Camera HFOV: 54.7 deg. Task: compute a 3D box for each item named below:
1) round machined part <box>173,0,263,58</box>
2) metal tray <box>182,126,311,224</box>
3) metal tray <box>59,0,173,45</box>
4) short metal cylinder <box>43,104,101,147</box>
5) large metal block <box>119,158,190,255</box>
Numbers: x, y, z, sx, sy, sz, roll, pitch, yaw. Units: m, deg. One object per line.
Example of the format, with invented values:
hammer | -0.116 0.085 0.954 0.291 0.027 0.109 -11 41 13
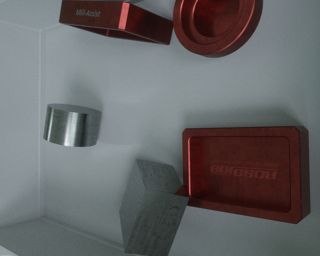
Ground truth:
round machined part | 0.066 -0.126 0.340 0.098 0.042 0.097 0 90 39
metal tray | 0.086 0.044 0.331 0.130 0.030 0.089 -2 89 39
metal tray | -0.059 -0.140 0.410 0.130 0.091 0.030 20 103 38
short metal cylinder | -0.135 -0.006 0.480 0.080 0.081 0.050 17 101 38
large metal block | -0.011 0.093 0.374 0.080 0.050 0.079 -123 48 -68
